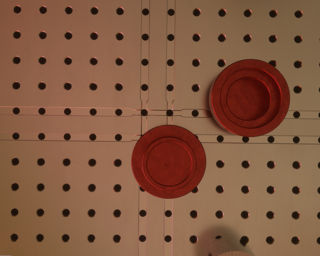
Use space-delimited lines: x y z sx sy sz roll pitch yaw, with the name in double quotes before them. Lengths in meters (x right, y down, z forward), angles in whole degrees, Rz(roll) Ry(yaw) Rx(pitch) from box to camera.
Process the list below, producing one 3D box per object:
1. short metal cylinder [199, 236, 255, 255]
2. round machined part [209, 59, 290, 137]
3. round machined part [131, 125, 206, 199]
"short metal cylinder" 0.092 0.189 0.402 0.081 0.050 0.079 0 90 0
"round machined part" 0.113 -0.038 0.406 0.099 0.042 0.097 0 90 0
"round machined part" 0.011 0.044 0.405 0.099 0.042 0.097 0 90 0
